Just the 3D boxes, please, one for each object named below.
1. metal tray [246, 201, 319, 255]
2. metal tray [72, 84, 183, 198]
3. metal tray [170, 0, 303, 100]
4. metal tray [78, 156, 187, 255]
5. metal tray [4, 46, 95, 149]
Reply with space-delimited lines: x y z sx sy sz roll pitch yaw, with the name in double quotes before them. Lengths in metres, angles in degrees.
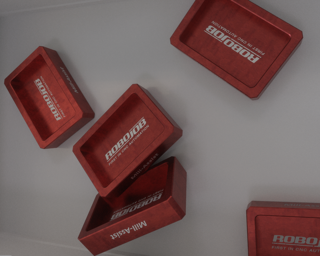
"metal tray" 0.167 0.132 0.348 0.130 0.030 0.089 -3 89 19
"metal tray" -0.046 0.017 0.409 0.130 0.030 0.090 -45 64 10
"metal tray" 0.089 -0.105 0.376 0.130 0.030 0.090 38 102 16
"metal tray" -0.031 0.094 0.385 0.130 0.090 0.030 -28 110 17
"metal tray" -0.168 -0.045 0.467 0.090 0.030 0.130 -37 79 16
